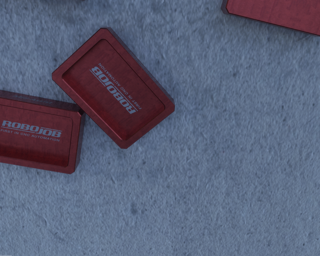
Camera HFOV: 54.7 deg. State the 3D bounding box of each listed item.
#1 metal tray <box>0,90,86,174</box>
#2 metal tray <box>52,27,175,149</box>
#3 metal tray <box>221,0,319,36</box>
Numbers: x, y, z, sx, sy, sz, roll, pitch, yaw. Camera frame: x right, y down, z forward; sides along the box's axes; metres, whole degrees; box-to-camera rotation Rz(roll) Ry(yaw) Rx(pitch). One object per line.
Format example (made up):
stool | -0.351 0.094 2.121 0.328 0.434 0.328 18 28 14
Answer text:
metal tray | -0.170 0.005 0.406 0.131 0.030 0.089 11 110 -5
metal tray | -0.055 -0.048 0.388 0.090 0.030 0.130 -39 106 12
metal tray | 0.145 -0.162 0.350 0.131 0.030 0.089 12 110 -5
